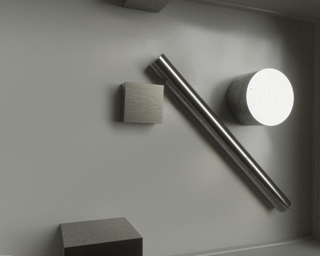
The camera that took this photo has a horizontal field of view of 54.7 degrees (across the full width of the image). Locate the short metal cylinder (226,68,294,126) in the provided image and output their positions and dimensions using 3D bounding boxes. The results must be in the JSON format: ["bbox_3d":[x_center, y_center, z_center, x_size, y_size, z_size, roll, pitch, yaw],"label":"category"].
[{"bbox_3d":[0.145,-0.043,0.453,0.081,0.050,0.079,0,90,-21],"label":"short metal cylinder"}]

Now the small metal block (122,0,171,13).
[{"bbox_3d":[-0.017,-0.170,0.392,0.050,0.050,0.025,1,90,-20],"label":"small metal block"}]

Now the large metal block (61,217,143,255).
[{"bbox_3d":[-0.070,0.142,0.356,0.081,0.080,0.050,0,90,-20],"label":"large metal block"}]

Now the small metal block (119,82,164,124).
[{"bbox_3d":[-0.024,-0.031,0.403,0.050,0.025,0.050,3,89,-20],"label":"small metal block"}]

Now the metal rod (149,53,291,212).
[{"bbox_3d":[0.094,0.016,0.446,0.025,0.025,0.300,-47,105,-14],"label":"metal rod"}]
